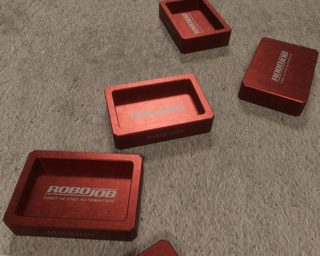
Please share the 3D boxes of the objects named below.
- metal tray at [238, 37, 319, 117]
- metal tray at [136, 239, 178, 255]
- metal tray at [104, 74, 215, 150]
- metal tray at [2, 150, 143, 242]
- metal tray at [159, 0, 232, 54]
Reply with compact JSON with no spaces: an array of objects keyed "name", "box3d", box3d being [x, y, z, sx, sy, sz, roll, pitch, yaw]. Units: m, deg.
[{"name":"metal tray","box3d":[0.182,-0.083,0.472,0.090,0.030,0.130,20,53,16]},{"name":"metal tray","box3d":[0.004,0.173,0.255,0.091,0.030,0.130,-27,55,-21]},{"name":"metal tray","box3d":[-0.003,-0.025,0.420,0.131,0.030,0.090,-11,51,-10]},{"name":"metal tray","box3d":[-0.087,0.071,0.338,0.131,0.030,0.090,3,50,1]},{"name":"metal tray","box3d":[0.060,-0.191,0.561,0.091,0.030,0.130,-14,52,-12]}]
